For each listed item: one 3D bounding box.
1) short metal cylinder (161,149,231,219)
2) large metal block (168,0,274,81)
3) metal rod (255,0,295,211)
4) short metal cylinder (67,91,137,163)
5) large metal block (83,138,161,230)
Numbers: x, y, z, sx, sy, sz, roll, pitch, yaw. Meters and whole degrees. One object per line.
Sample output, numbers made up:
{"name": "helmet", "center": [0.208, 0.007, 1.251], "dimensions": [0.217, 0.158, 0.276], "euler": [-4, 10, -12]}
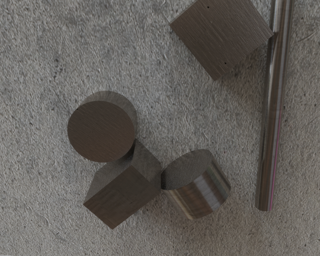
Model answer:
{"name": "short metal cylinder", "center": [0.045, 0.072, 0.408], "dimensions": [0.080, 0.080, 0.050], "euler": [-30, 108, 10]}
{"name": "large metal block", "center": [0.066, -0.114, 0.355], "dimensions": [0.080, 0.050, 0.080], "euler": [-39, 106, 13]}
{"name": "metal rod", "center": [0.146, -0.025, 0.401], "dimensions": [0.025, 0.025, 0.298], "euler": [-2, 110, 0]}
{"name": "short metal cylinder", "center": [-0.071, -0.003, 0.395], "dimensions": [0.081, 0.050, 0.079], "euler": [0, 110, 0]}
{"name": "large metal block", "center": [-0.046, 0.070, 0.406], "dimensions": [0.080, 0.080, 0.050], "euler": [-40, 106, 13]}
